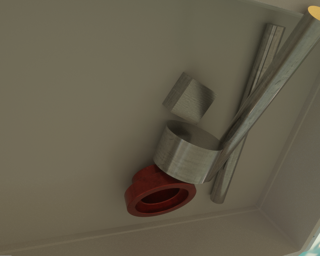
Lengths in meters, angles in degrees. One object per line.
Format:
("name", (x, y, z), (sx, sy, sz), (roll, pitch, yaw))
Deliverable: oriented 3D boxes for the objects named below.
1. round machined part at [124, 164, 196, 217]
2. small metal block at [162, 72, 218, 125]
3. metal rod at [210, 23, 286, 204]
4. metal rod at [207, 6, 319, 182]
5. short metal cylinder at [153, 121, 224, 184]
("round machined part", (-0.002, 0.085, 0.436), (0.099, 0.042, 0.097), (-13, 145, -9))
("small metal block", (0.040, -0.038, 0.409), (0.050, 0.025, 0.050), (25, 105, -37))
("metal rod", (0.127, -0.006, 0.476), (0.025, 0.025, 0.298), (-3, 120, -27))
("metal rod", (0.107, -0.011, 0.385), (0.025, 0.025, 0.298), (-11, 148, -23))
("short metal cylinder", (0.037, 0.031, 0.414), (0.081, 0.080, 0.050), (10, 112, -33))
